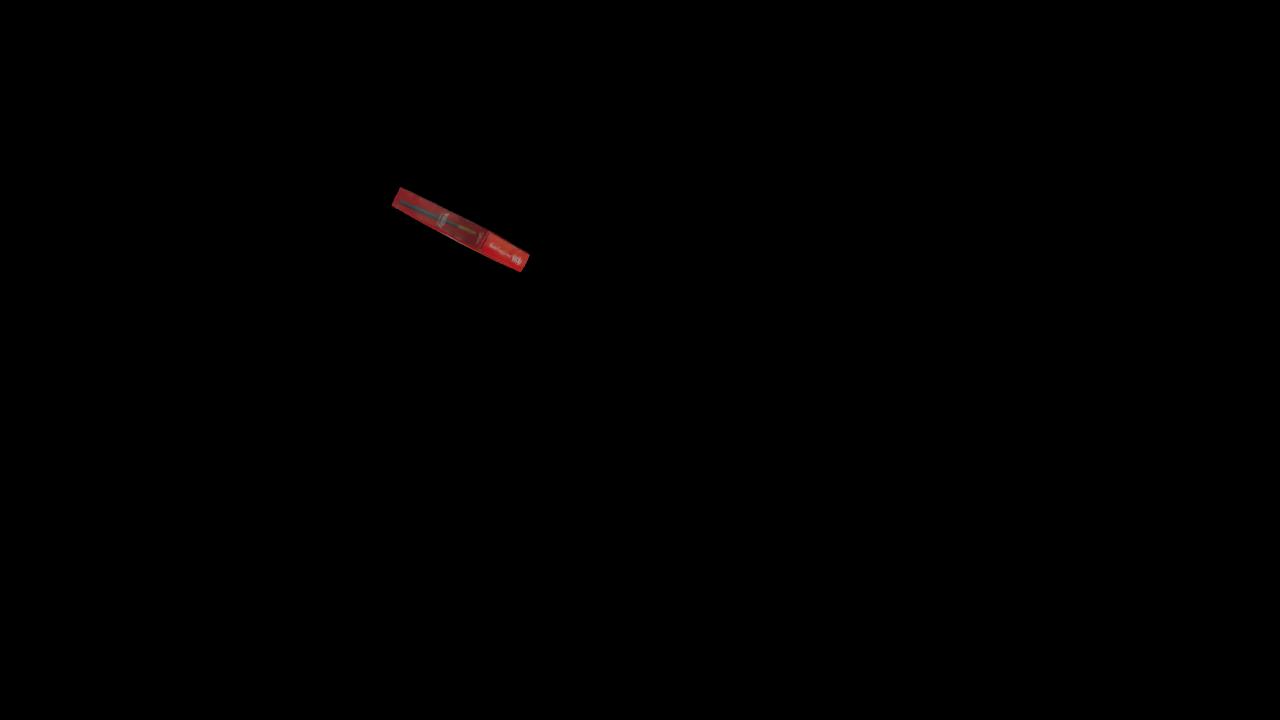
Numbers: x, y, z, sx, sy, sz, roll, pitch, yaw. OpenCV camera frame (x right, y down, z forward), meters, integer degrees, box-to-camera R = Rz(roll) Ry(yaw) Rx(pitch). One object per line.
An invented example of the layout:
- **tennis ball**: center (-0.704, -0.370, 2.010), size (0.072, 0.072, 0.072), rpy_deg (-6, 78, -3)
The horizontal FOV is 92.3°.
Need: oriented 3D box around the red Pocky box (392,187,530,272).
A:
- **red Pocky box**: center (-0.212, -0.153, 0.726), size (0.155, 0.028, 0.083), rpy_deg (28, 1, 25)
